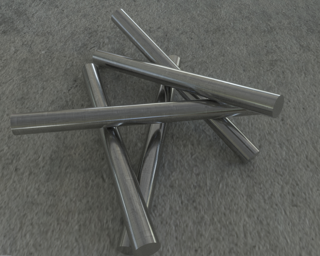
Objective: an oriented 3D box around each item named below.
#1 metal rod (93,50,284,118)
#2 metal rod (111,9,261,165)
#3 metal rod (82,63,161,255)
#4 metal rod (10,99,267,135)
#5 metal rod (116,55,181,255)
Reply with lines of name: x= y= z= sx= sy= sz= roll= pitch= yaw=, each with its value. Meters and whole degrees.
metal rod: x=0.011 y=-0.067 z=0.407 sx=0.300 sy=0.025 sz=0.025 roll=23 pitch=52 yaw=38
metal rod: x=0.023 y=-0.070 z=0.431 sx=0.025 sy=0.025 sz=0.300 roll=-30 pitch=66 yaw=-23
metal rod: x=-0.060 y=0.009 z=0.374 sx=0.025 sy=0.025 sz=0.300 roll=-15 pitch=46 yaw=-12
metal rod: x=-0.014 y=-0.017 z=0.366 sx=0.302 sy=0.025 sz=0.025 roll=-5 pitch=50 yaw=-8
metal rod: x=-0.004 y=0.007 z=0.397 sx=0.025 sy=0.025 sz=0.300 roll=8 pitch=50 yaw=6
